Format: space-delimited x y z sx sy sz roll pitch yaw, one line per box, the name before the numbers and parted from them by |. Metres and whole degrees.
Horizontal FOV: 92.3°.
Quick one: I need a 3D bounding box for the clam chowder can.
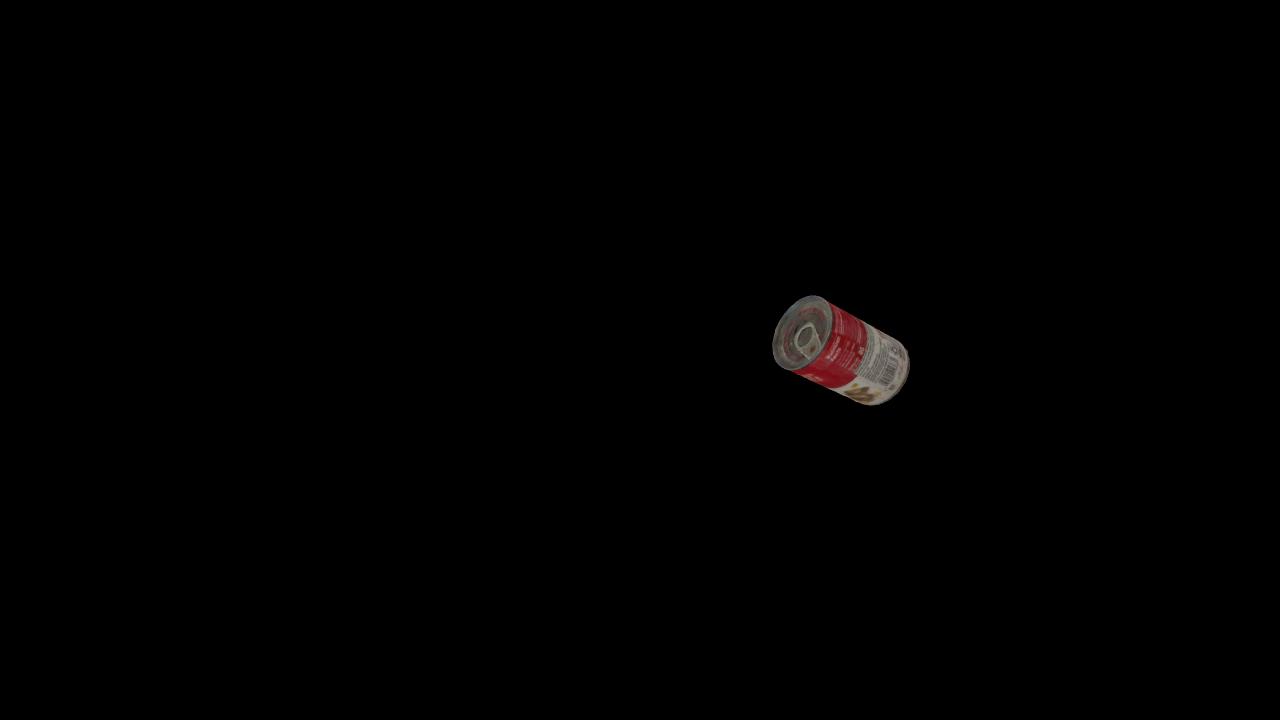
clam chowder can | 0.177 -0.006 0.538 0.102 0.068 0.068 22 -10 -26
